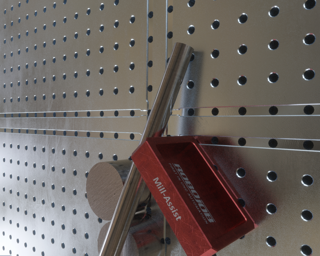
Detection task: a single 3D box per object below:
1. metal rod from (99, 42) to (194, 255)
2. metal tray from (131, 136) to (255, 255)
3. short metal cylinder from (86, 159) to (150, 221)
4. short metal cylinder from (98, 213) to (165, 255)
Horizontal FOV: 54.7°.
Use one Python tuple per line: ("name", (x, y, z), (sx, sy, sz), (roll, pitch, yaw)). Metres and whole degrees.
("metal rod", (-0.020, 0.039, 0.386), (0.025, 0.025, 0.299), (20, 90, 38))
("metal tray", (0.036, 0.068, 0.337), (0.030, 0.091, 0.130), (-48, 62, 30))
("short metal cylinder", (-0.060, 0.086, 0.443), (0.080, 0.050, 0.079), (0, 90, 40))
("short metal cylinder", (-0.040, 0.163, 0.426), (0.080, 0.050, 0.079), (0, 90, 40))
